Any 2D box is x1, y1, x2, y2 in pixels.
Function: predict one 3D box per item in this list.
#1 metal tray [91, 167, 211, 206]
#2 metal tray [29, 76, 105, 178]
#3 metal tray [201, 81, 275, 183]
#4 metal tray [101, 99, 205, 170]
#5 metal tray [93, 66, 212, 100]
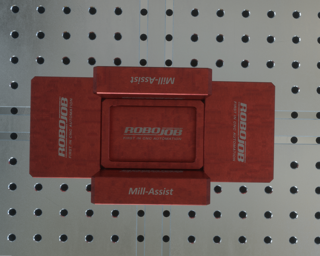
[{"bbox_3d":[-0.010,0.068,0.379,0.131,0.090,0.030,1,90,-1],"label":"metal tray"},{"bbox_3d":[-0.120,-0.001,0.409,0.091,0.030,0.129,1,90,-1],"label":"metal tray"},{"bbox_3d":[0.102,0.005,0.410,0.091,0.030,0.129,1,90,-2],"label":"metal tray"},{"bbox_3d":[-0.009,0.008,0.408,0.131,0.030,0.089,1,90,-1],"label":"metal tray"},{"bbox_3d":[-0.008,-0.052,0.381,0.131,0.090,0.030,1,90,-1],"label":"metal tray"}]
